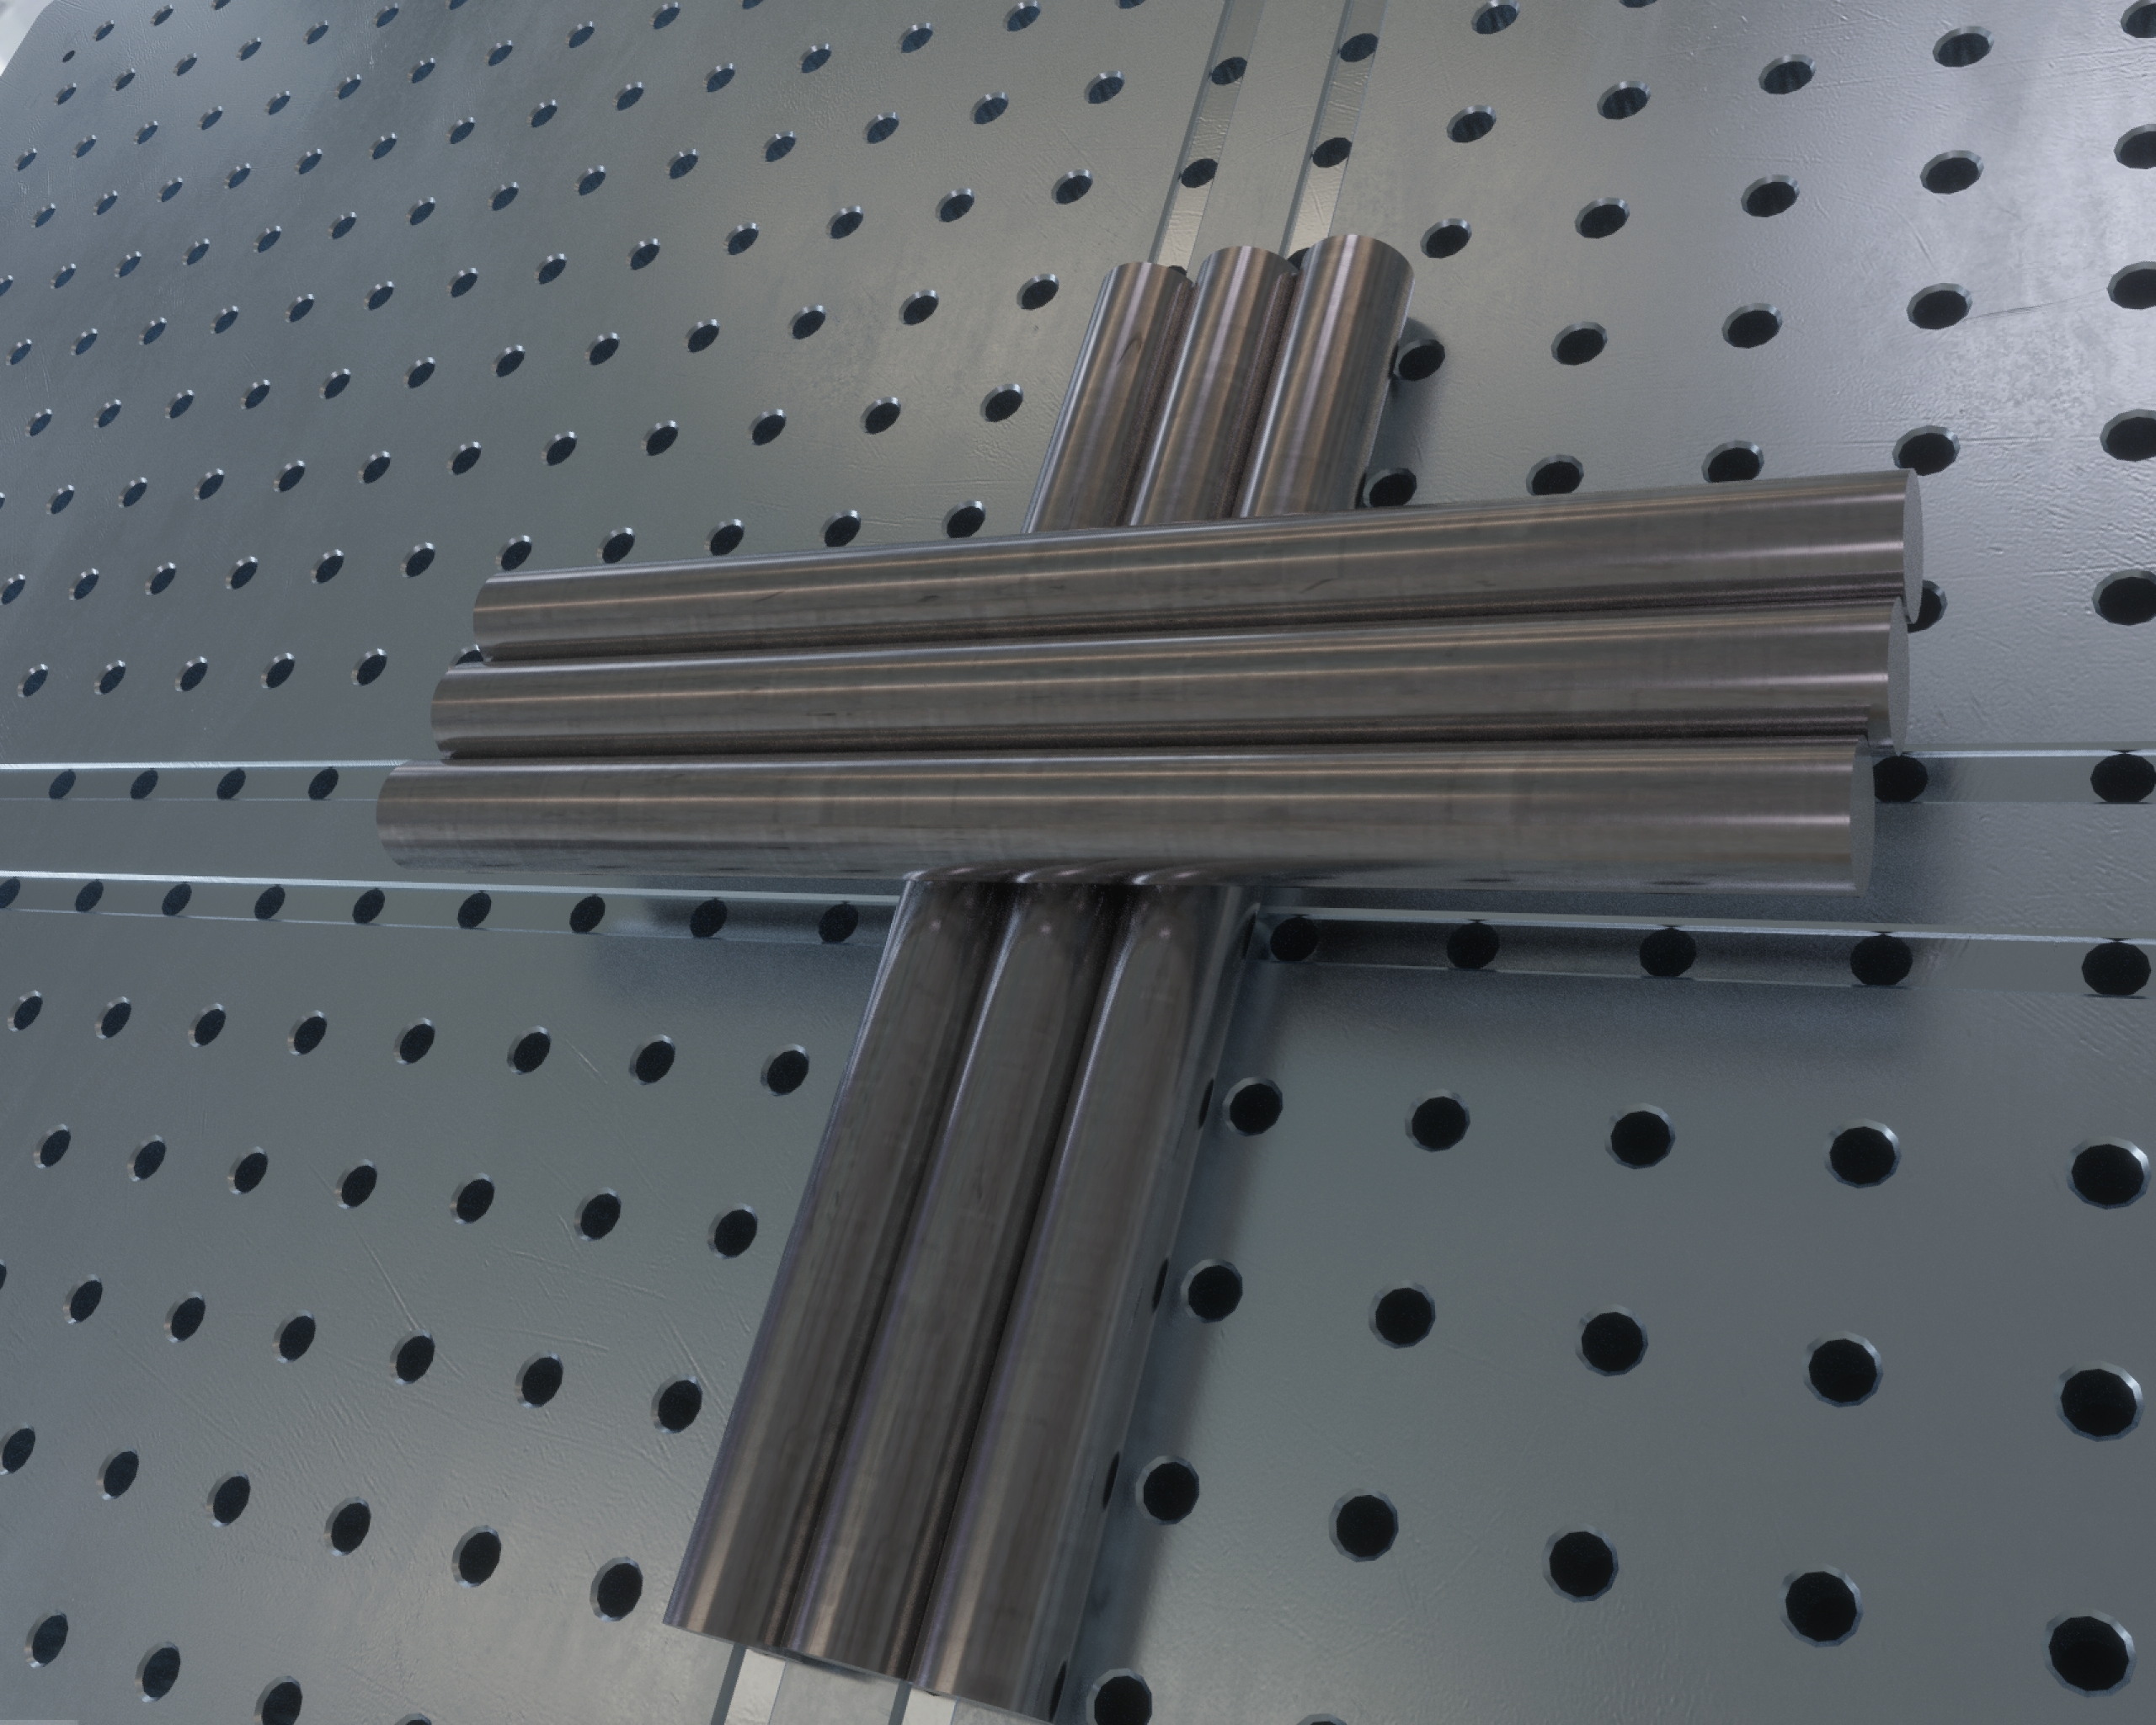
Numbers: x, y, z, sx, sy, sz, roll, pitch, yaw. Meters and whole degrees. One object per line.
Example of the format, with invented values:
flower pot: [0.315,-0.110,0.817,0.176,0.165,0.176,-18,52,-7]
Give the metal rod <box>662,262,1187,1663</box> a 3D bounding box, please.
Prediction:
metal rod: [-0.021,0.002,0.419,0.025,0.025,0.300,2,62,29]

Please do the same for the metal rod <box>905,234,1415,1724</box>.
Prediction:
metal rod: [0.023,0.003,0.395,0.025,0.025,0.300,2,62,29]

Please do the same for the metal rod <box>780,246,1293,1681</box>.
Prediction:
metal rod: [0.001,0.002,0.407,0.025,0.025,0.300,2,62,29]

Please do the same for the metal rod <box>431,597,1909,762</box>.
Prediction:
metal rod: [-0.004,-0.031,0.398,0.300,0.025,0.025,1,62,28]

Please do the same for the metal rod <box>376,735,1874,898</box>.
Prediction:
metal rod: [-0.013,-0.009,0.389,0.300,0.025,0.025,1,62,28]

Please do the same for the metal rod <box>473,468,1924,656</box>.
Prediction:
metal rod: [0.003,-0.053,0.408,0.300,0.025,0.025,1,62,28]
